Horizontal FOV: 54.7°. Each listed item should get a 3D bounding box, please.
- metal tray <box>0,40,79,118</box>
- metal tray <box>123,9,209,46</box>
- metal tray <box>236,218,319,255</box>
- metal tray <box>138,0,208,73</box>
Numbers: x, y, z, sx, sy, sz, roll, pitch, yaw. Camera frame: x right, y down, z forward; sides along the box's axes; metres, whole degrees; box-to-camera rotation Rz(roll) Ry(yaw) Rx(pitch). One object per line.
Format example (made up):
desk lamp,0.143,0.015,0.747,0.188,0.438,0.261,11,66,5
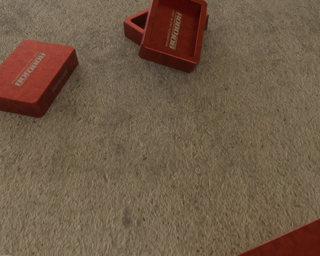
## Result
metal tray,-0.191,-0.078,0.464,0.090,0.030,0.130,11,51,9
metal tray,0.012,-0.186,0.555,0.131,0.030,0.090,-35,58,-26
metal tray,0.126,0.146,0.278,0.131,0.030,0.090,-17,52,-14
metal tray,0.023,-0.159,0.495,0.091,0.030,0.130,15,65,-11
